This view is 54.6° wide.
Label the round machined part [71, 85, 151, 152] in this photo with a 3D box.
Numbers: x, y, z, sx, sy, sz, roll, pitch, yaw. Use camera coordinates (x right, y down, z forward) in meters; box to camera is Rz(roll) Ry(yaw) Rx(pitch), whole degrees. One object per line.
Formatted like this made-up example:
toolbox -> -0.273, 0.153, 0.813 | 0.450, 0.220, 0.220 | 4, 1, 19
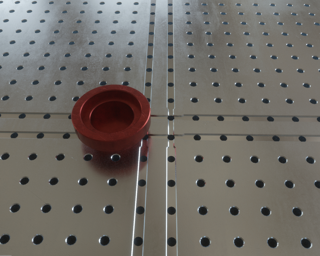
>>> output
round machined part -> -0.061, -0.008, 0.404 | 0.099, 0.042, 0.098 | 0, 50, 0
